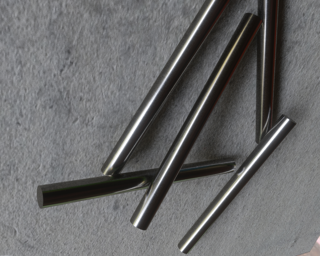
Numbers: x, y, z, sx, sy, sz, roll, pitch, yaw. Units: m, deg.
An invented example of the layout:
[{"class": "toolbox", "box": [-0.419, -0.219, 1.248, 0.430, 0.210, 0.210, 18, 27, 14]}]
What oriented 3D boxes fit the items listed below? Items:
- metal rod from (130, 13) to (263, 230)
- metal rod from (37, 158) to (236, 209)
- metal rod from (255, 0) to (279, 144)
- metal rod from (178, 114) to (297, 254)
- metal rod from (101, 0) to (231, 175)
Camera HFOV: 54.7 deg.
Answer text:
[{"class": "metal rod", "box": [0.045, -0.007, 0.393, 0.025, 0.025, 0.299, 28, 92, -38]}, {"class": "metal rod", "box": [-0.007, 0.068, 0.422, 0.303, 0.025, 0.025, -3, 120, -36]}, {"class": "metal rod", "box": [0.147, -0.097, 0.429, 0.025, 0.025, 0.298, -23, 127, -15]}, {"class": "metal rod", "box": [0.120, 0.104, 0.520, 0.025, 0.025, 0.298, 18, 115, -36]}, {"class": "metal rod", "box": [0.013, -0.063, 0.376, 0.025, 0.025, 0.299, 23, 106, -37]}]
